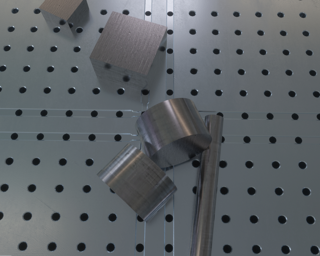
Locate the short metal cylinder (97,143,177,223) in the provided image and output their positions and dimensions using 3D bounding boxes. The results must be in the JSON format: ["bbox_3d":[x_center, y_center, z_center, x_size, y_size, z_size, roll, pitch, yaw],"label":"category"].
[{"bbox_3d":[-0.027,0.064,0.359,0.080,0.080,0.050,41,75,13],"label":"short metal cylinder"}]

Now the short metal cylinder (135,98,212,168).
[{"bbox_3d":[0.016,0.008,0.377,0.080,0.080,0.050,-20,64,-7],"label":"short metal cylinder"}]

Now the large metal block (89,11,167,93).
[{"bbox_3d":[-0.041,-0.107,0.437,0.080,0.050,0.080,18,71,6],"label":"large metal block"}]

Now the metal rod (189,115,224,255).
[{"bbox_3d":[0.050,0.126,0.366,0.025,0.025,0.299,8,70,3],"label":"metal rod"}]

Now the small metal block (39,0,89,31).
[{"bbox_3d":[-0.147,-0.185,0.478,0.050,0.025,0.050,27,72,9],"label":"small metal block"}]
